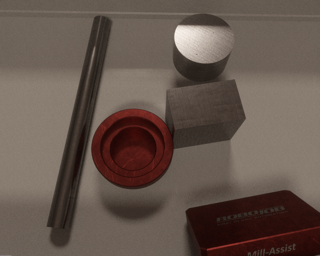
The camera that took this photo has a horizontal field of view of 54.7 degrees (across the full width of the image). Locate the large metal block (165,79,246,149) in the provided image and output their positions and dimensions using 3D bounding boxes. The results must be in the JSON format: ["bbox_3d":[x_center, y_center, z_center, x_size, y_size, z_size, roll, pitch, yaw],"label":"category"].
[{"bbox_3d":[0.051,-0.014,0.386,0.081,0.080,0.050,-9,71,-4],"label":"large metal block"}]

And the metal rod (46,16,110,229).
[{"bbox_3d":[-0.104,-0.022,0.416,0.025,0.025,0.299,6,70,2],"label":"metal rod"}]

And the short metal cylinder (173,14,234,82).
[{"bbox_3d":[0.059,-0.113,0.438,0.081,0.050,0.080,0,70,0],"label":"short metal cylinder"}]

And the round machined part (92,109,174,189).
[{"bbox_3d":[-0.033,0.028,0.390,0.099,0.042,0.098,0,70,-1],"label":"round machined part"}]

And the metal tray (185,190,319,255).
[{"bbox_3d":[0.100,0.108,0.335,0.131,0.090,0.030,-10,101,-4],"label":"metal tray"}]
